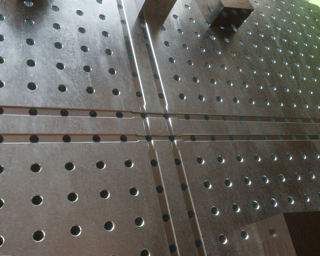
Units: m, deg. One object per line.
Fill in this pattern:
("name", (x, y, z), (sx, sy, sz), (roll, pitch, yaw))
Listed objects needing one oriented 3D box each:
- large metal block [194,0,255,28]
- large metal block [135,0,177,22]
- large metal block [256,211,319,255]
("large metal block", (0.123, -0.245, 0.607), (0.081, 0.050, 0.080), (-10, 67, -32))
("large metal block", (-0.005, -0.241, 0.517), (0.050, 0.080, 0.080), (3, 60, -27))
("large metal block", (0.181, 0.153, 0.395), (0.081, 0.050, 0.080), (5, 59, -26))
